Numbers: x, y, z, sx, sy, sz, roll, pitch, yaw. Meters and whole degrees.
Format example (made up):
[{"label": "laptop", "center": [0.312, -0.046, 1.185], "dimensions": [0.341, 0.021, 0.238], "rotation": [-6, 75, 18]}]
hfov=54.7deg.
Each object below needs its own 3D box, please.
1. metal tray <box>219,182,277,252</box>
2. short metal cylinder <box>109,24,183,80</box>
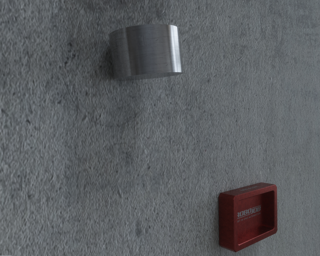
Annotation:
[{"label": "metal tray", "center": [0.155, 0.149, 0.534], "dimensions": [0.131, 0.030, 0.089], "rotation": [-2, 91, -40]}, {"label": "short metal cylinder", "center": [-0.016, -0.084, 0.357], "dimensions": [0.081, 0.080, 0.050], "rotation": [-10, 97, -40]}]
